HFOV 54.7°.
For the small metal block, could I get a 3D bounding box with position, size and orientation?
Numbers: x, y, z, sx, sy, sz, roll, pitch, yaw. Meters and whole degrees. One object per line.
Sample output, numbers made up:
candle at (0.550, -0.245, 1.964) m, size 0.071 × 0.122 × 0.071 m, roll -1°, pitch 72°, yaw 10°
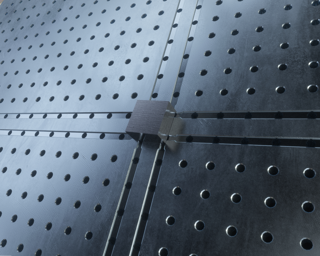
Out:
small metal block at (-0.012, -0.010, 0.419) m, size 0.050 × 0.025 × 0.050 m, roll 5°, pitch 64°, yaw 30°
